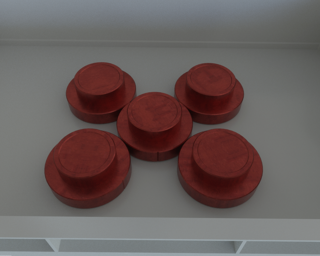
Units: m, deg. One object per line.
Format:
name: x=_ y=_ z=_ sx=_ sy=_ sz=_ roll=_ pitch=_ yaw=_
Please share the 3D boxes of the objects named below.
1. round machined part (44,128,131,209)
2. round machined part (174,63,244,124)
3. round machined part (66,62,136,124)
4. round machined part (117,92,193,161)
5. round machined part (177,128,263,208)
round machined part: x=-0.083 y=0.039 z=0.358 sx=0.099 sy=0.042 sz=0.098 roll=0 pitch=50 yaw=0
round machined part: x=0.070 y=-0.055 z=0.440 sx=0.099 sy=0.042 sz=0.098 roll=0 pitch=50 yaw=0
round machined part: x=-0.084 y=-0.056 z=0.438 sx=0.099 sy=0.042 sz=0.098 roll=0 pitch=50 yaw=0
round machined part: x=-0.007 y=-0.009 z=0.399 sx=0.099 sy=0.042 sz=0.098 roll=0 pitch=50 yaw=0
round machined part: x=0.070 y=0.039 z=0.361 sx=0.099 sy=0.042 sz=0.098 roll=0 pitch=50 yaw=0
